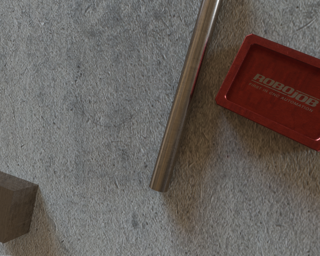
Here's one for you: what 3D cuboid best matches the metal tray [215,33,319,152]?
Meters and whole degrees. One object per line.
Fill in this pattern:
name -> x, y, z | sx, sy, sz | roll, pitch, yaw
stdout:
metal tray -> 0.142, -0.041, 0.356 | 0.130, 0.030, 0.090 | 28, 99, 17

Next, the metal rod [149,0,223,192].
metal rod -> 0.038, -0.063, 0.395 | 0.025, 0.025, 0.298 | 18, 96, 19

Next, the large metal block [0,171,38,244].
large metal block -> -0.247, 0.120, 0.483 | 0.080, 0.050, 0.080 | 14, 95, 19
